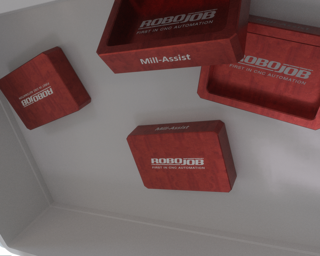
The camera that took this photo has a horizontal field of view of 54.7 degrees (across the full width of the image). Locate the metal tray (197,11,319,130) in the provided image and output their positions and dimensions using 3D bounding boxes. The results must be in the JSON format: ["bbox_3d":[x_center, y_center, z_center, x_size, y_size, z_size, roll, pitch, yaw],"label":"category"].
[{"bbox_3d":[0.109,-0.059,0.311,0.130,0.030,0.089,18,126,17],"label":"metal tray"}]

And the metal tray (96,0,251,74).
[{"bbox_3d":[0.013,-0.100,0.286,0.130,0.090,0.030,0,153,26],"label":"metal tray"}]

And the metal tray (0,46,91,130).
[{"bbox_3d":[-0.176,-0.055,0.464,0.130,0.030,0.090,-16,110,34],"label":"metal tray"}]

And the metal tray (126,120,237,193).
[{"bbox_3d":[0.028,0.039,0.415,0.130,0.030,0.090,-4,117,30],"label":"metal tray"}]
